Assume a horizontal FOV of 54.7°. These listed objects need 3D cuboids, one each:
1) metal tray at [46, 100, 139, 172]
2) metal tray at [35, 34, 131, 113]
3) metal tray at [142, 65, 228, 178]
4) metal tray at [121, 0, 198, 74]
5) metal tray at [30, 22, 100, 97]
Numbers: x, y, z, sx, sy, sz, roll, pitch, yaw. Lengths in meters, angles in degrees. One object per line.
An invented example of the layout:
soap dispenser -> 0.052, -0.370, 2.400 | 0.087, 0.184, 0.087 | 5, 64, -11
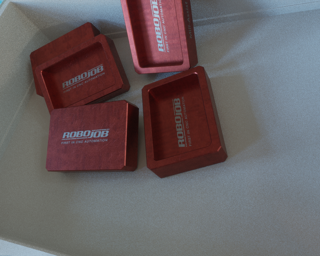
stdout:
metal tray -> -0.094, 0.015, 0.425 | 0.130, 0.030, 0.090 | -5, 77, 25
metal tray -> -0.122, -0.077, 0.485 | 0.130, 0.030, 0.090 | -22, 84, 14
metal tray -> 0.026, -0.010, 0.393 | 0.090, 0.030, 0.130 | -18, 55, 17
metal tray -> -0.002, -0.144, 0.432 | 0.090, 0.129, 0.030 | 2, 25, 28
metal tray -> -0.158, -0.115, 0.538 | 0.130, 0.030, 0.090 | -23, 70, 14
